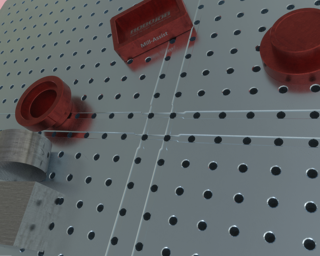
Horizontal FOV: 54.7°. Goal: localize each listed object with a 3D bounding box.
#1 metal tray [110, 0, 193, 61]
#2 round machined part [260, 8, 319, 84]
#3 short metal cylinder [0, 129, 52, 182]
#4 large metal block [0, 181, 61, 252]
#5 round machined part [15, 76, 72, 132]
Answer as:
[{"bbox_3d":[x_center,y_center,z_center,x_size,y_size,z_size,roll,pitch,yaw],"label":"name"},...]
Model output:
[{"bbox_3d":[-0.018,-0.177,0.523,0.130,0.030,0.090,-23,53,14],"label":"metal tray"},{"bbox_3d":[0.170,-0.104,0.372,0.098,0.042,0.098,-13,56,21],"label":"round machined part"},{"bbox_3d":[-0.205,0.043,0.454,0.080,0.080,0.050,-14,56,20],"label":"short metal cylinder"},{"bbox_3d":[-0.193,0.119,0.421,0.080,0.050,0.080,-5,60,26],"label":"large metal block"},{"bbox_3d":[-0.188,-0.036,0.519,0.098,0.042,0.098,-13,56,21],"label":"round machined part"}]
